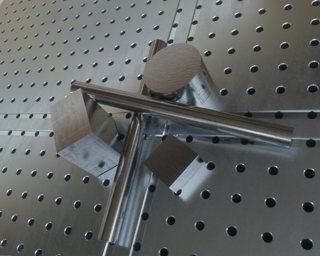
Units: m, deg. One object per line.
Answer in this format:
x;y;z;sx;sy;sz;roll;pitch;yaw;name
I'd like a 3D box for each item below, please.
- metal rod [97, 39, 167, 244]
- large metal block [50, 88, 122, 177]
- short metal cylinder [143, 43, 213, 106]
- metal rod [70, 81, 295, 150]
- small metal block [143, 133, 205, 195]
-0.031;0.000;0.423;0.025;0.025;0.300;-1;61;27;metal rod
-0.096;0.007;0.416;0.050;0.080;0.080;-31;52;8;large metal block
0.025;-0.067;0.419;0.080;0.050;0.080;-13;56;20;short metal cylinder
0.008;-0.023;0.392;0.301;0.025;0.025;14;69;25;metal rod
0.017;0.042;0.373;0.050;0.025;0.050;-48;52;-6;small metal block
